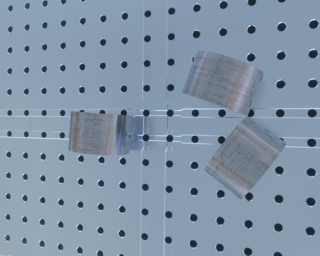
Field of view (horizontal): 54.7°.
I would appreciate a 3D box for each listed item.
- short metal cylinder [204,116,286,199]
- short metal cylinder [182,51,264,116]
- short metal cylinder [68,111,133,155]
[{"bbox_3d":[0.095,0.033,0.350,0.050,0.080,0.080,39,102,16],"label":"short metal cylinder"},{"bbox_3d":[0.072,-0.051,0.358,0.080,0.080,0.050,22,97,18],"label":"short metal cylinder"},{"bbox_3d":[-0.079,0.006,0.411,0.080,0.080,0.050,5,92,20],"label":"short metal cylinder"}]
